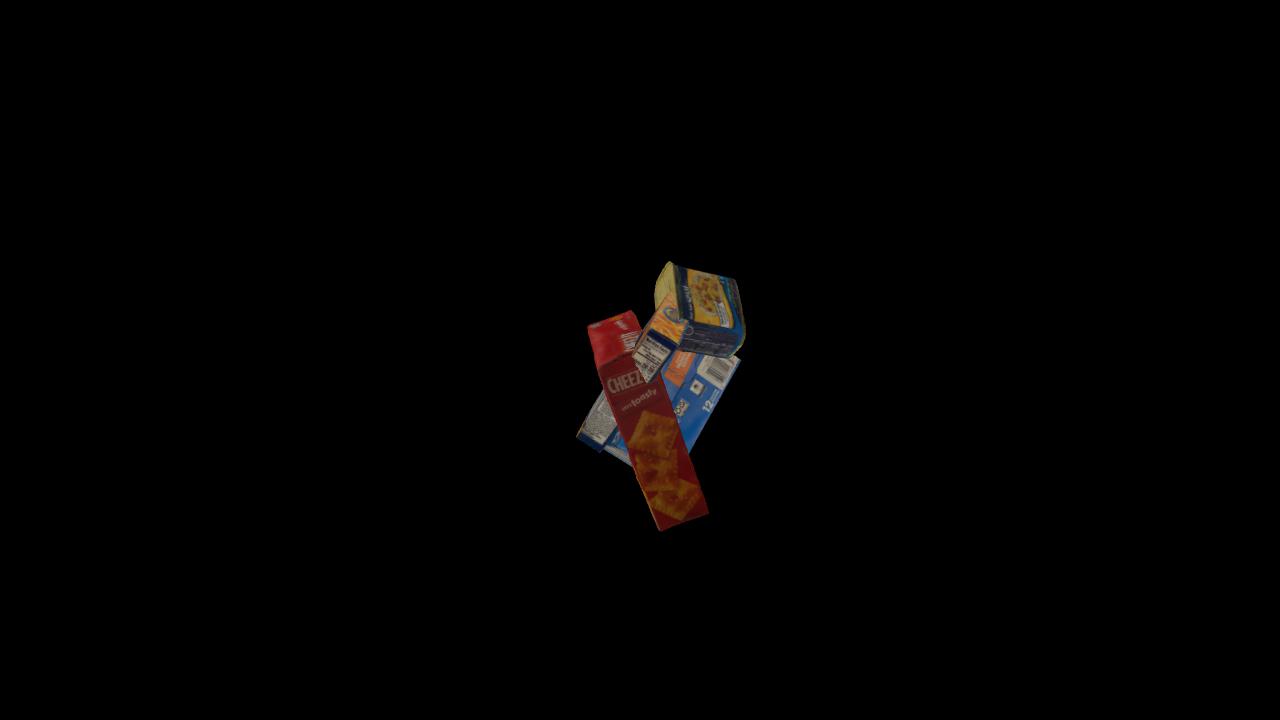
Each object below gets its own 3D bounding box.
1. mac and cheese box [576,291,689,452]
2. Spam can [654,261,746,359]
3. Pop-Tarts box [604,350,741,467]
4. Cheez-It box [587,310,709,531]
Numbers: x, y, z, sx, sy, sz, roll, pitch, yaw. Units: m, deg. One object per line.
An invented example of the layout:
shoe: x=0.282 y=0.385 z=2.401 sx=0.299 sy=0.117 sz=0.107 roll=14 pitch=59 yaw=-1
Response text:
mac and cheese box: x=-0.006 y=0.016 z=0.698 sx=0.041 sy=0.184 sz=0.093 roll=33 pitch=34 yaw=-2
Spam can: x=0.067 y=-0.055 z=0.700 sx=0.085 sy=0.101 sz=0.058 roll=9 pitch=-35 yaw=-19
Pop-Tarts box: x=0.026 y=0.052 z=0.765 sx=0.083 sy=0.167 sz=0.141 roll=35 pitch=-13 yaw=-12
Cheez-It box: x=0.005 y=0.067 z=0.747 sx=0.071 sy=0.223 sz=0.166 roll=-20 pitch=20 yaw=-3
